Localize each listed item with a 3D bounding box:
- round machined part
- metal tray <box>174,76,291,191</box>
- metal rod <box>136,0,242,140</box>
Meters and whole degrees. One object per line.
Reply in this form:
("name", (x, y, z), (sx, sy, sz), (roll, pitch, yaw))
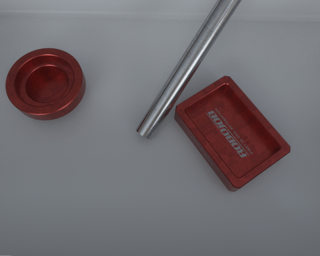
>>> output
("round machined part", (-0.150, -0.055, 0.419), (0.099, 0.042, 0.098), (0, 70, -1))
("metal tray", (0.091, 0.005, 0.406), (0.090, 0.030, 0.130), (-33, 74, -12))
("metal rod", (0.059, -0.115, 0.383), (0.025, 0.025, 0.299), (35, 100, 11))
